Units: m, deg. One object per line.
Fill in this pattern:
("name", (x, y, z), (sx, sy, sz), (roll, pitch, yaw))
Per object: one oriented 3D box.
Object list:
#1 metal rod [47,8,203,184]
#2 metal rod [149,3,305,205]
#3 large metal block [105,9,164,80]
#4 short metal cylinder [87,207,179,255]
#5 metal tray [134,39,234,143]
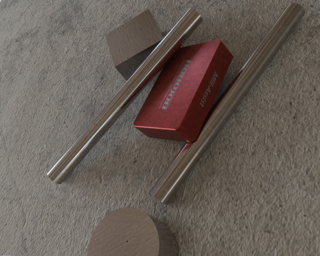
("metal rod", (-0.050, -0.041, 0.429), (0.300, 0.025, 0.025), (-49, 51, 3))
("metal rod", (0.087, -0.036, 0.379), (0.025, 0.025, 0.300), (30, 78, 37))
("large metal block", (-0.031, -0.124, 0.478), (0.080, 0.050, 0.080), (-28, 52, 10))
("short metal cylinder", (-0.027, 0.129, 0.322), (0.080, 0.050, 0.080), (-13, 56, 20))
("metal tray", (0.029, -0.048, 0.396), (0.090, 0.030, 0.130), (5, 62, 50))
